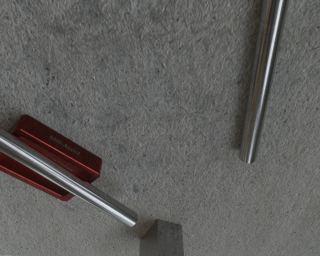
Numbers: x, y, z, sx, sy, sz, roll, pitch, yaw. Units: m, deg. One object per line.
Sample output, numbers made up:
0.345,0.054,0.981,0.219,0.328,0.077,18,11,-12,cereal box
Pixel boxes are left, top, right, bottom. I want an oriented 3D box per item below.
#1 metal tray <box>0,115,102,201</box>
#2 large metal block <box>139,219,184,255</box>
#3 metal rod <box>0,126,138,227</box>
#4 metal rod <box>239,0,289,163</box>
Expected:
-0.161,0.048,0.442,0.130,0.030,0.090,37,121,-28,metal tray
0.001,0.227,0.565,0.050,0.080,0.079,20,127,-17,large metal block
-0.141,0.059,0.415,0.025,0.025,0.300,-33,123,25,metal rod
0.117,-0.072,0.347,0.025,0.025,0.298,-3,130,2,metal rod
